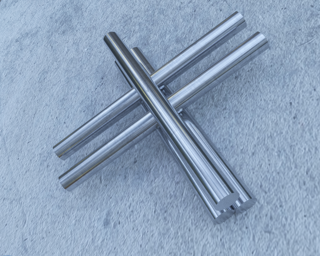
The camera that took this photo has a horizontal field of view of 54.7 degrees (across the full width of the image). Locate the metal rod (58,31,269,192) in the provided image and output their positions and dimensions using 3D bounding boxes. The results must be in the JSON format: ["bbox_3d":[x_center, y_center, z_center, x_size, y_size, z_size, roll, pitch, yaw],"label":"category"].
[{"bbox_3d":[0.002,-0.018,0.382,0.300,0.025,0.025,-36,51,3],"label":"metal rod"}]

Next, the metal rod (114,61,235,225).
[{"bbox_3d":[0.002,-0.008,0.408,0.025,0.025,0.300,-36,51,4],"label":"metal rod"}]

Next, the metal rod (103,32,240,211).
[{"bbox_3d":[-0.006,-0.033,0.363,0.025,0.025,0.300,-37,51,3],"label":"metal rod"}]

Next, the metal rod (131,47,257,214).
[{"bbox_3d":[0.023,-0.020,0.404,0.025,0.025,0.300,-36,51,4],"label":"metal rod"}]

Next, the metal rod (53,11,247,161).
[{"bbox_3d":[-0.016,-0.054,0.413,0.300,0.025,0.025,-36,51,3],"label":"metal rod"}]
